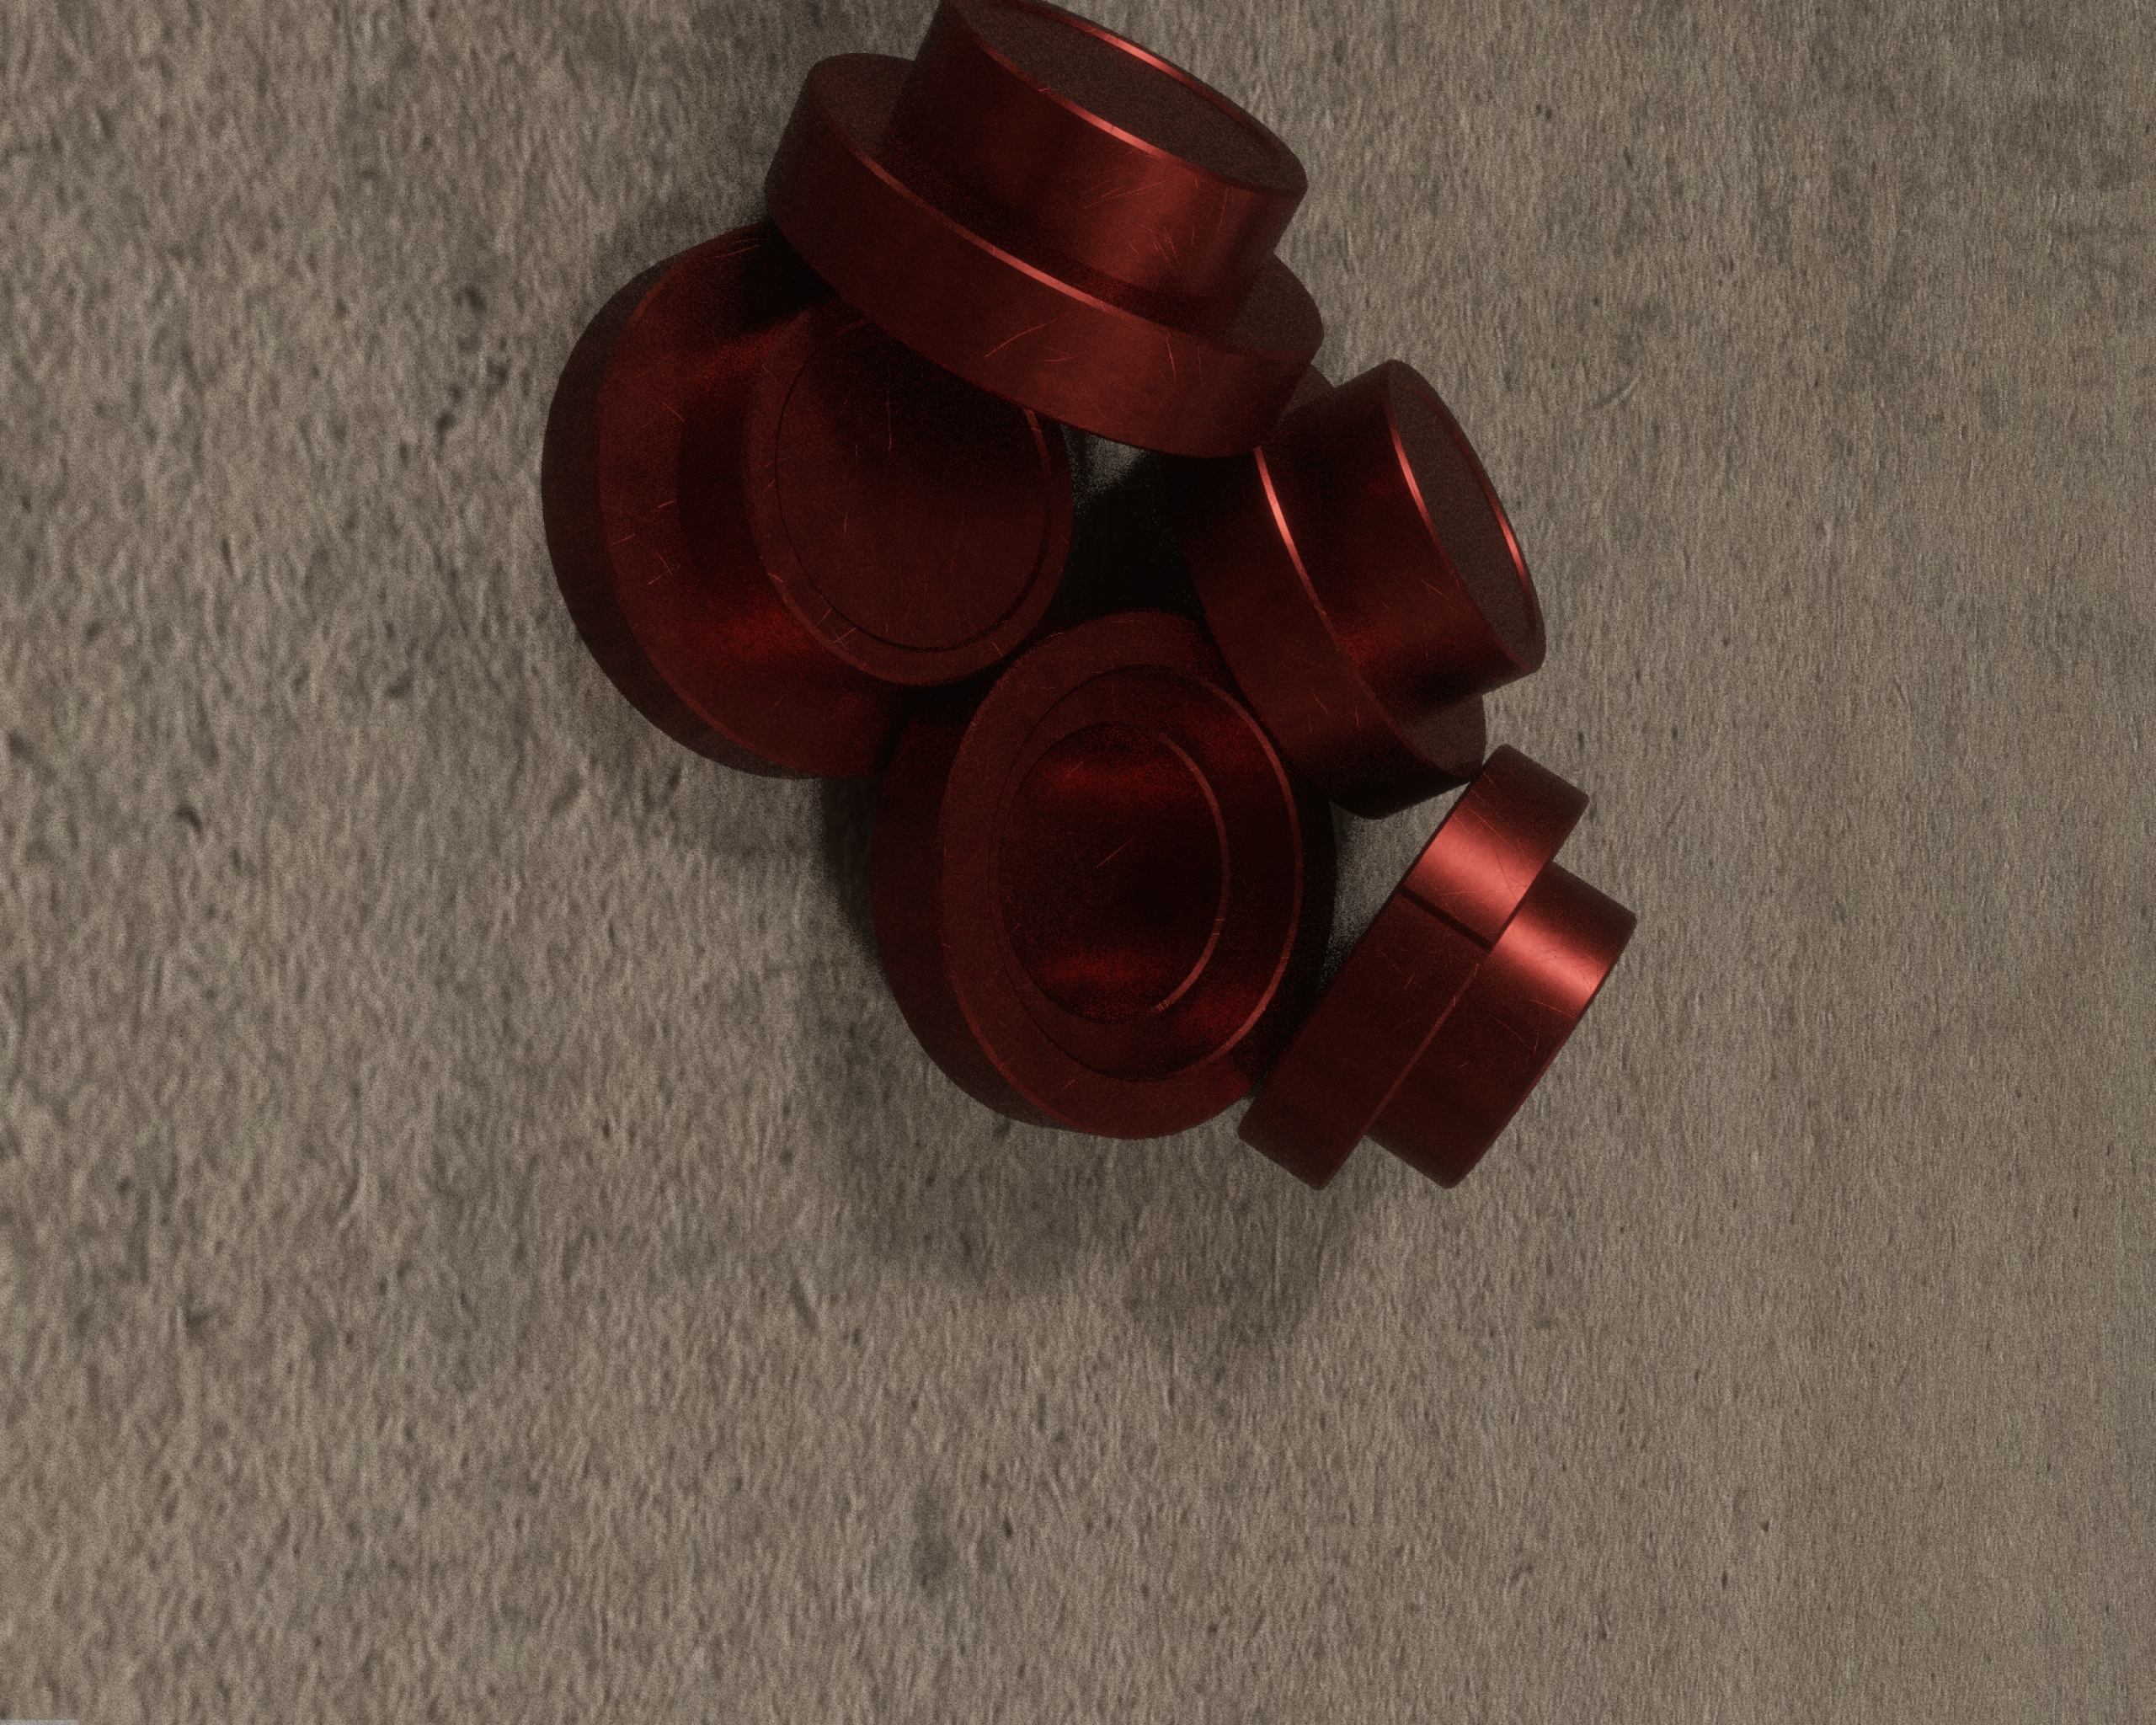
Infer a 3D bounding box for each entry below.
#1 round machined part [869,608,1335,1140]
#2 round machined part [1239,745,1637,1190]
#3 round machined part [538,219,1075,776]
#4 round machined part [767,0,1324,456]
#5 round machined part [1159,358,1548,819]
[{"bbox_3d":[0.000,0.002,0.397,0.099,0.042,0.097,0,90,-40],"label":"round machined part"},{"bbox_3d":[0.078,0.028,0.427,0.042,0.098,0.098,34,62,9],"label":"round machined part"},{"bbox_3d":[-0.040,-0.064,0.365,0.099,0.042,0.097,0,90,-40],"label":"round machined part"},{"bbox_3d":[0.000,-0.115,0.359,0.099,0.098,0.042,1,131,-40],"label":"round machined part"},{"bbox_3d":[0.060,-0.061,0.419,0.098,0.042,0.098,44,33,-38],"label":"round machined part"}]
